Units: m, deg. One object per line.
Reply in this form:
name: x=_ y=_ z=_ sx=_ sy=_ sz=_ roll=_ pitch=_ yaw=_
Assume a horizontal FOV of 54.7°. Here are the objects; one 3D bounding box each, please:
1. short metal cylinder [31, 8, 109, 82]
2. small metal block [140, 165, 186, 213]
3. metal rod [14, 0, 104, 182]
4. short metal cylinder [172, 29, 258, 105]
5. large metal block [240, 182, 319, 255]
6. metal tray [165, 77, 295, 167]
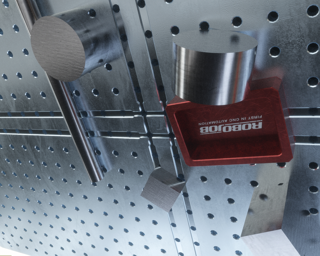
short metal cylinder: x=-0.112 y=-0.105 z=0.390 sx=0.080 sy=0.050 sz=0.079 roll=13 pitch=124 yaw=21
small metal block: x=0.004 y=0.092 z=0.466 sx=0.050 sy=0.025 sz=0.050 roll=30 pitch=128 yaw=8
metal rod: x=-0.142 y=-0.047 z=0.456 sx=0.025 sy=0.025 sz=0.298 roll=-1 pitch=118 yaw=29
short metal cylinder: x=0.052 y=-0.063 z=0.309 sx=0.080 sy=0.080 sz=0.050 roll=13 pitch=124 yaw=21
large metal block: x=0.149 y=0.127 z=0.376 sx=0.050 sy=0.080 sz=0.080 roll=-29 pitch=102 yaw=37
metal tray: x=0.081 y=-0.002 z=0.364 sx=0.130 sy=0.030 sz=0.090 roll=-7 pitch=115 yaw=31
